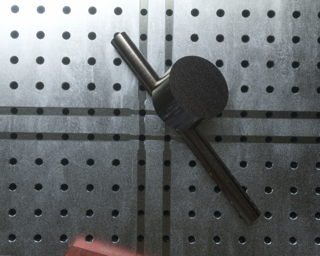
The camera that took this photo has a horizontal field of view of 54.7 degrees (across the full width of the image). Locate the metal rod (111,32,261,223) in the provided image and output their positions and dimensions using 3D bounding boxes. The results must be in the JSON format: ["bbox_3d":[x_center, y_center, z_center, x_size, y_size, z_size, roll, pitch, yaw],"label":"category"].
[{"bbox_3d":[0.035,0.000,0.413,0.025,0.025,0.299,-37,90,0],"label":"metal rod"}]

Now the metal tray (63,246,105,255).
[{"bbox_3d":[-0.075,0.222,0.410,0.131,0.030,0.090,16,90,-1],"label":"metal tray"}]

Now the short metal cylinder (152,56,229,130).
[{"bbox_3d":[0.037,-0.042,0.385,0.081,0.050,0.080,8,70,-23],"label":"short metal cylinder"}]
